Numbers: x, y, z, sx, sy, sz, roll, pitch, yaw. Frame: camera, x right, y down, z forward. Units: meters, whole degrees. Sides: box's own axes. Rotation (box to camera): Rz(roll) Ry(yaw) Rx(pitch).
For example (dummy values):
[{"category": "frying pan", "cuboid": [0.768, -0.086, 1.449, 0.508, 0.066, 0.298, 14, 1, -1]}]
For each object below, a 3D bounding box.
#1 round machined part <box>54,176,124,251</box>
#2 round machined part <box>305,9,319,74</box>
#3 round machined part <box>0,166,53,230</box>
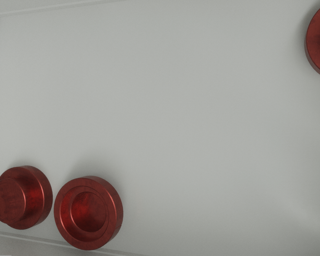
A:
[{"category": "round machined part", "cuboid": [-0.095, 0.116, 0.435, 0.098, 0.042, 0.097, 0, 90, 20]}, {"category": "round machined part", "cuboid": [0.209, -0.098, 0.328, 0.098, 0.042, 0.097, 0, 90, 20]}, {"category": "round machined part", "cuboid": [-0.220, 0.109, 0.479, 0.098, 0.042, 0.097, 0, 90, 20]}]
